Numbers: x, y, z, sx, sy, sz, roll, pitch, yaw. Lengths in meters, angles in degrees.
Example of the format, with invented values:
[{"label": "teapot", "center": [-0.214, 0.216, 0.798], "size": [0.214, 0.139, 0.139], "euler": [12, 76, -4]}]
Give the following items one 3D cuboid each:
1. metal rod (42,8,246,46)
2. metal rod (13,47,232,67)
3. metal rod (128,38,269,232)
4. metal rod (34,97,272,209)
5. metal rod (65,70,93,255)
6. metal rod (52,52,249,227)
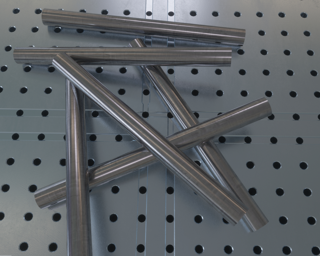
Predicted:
[{"label": "metal rod", "center": [-0.025, -0.152, 0.467], "size": [0.301, 0.025, 0.025], "euler": [7, 70, 2]}, {"label": "metal rod", "center": [-0.056, -0.098, 0.425], "size": [0.301, 0.025, 0.025], "euler": [3, 70, 9]}, {"label": "metal rod", "center": [0.041, -0.003, 0.412], "size": [0.025, 0.025, 0.299], "euler": [-30, 73, -10]}, {"label": "metal rod", "center": [-0.008, 0.030, 0.381], "size": [0.301, 0.025, 0.025], "euler": [-22, 72, -1]}, {"label": "metal rod", "center": [-0.097, 0.044, 0.362], "size": [0.025, 0.025, 0.299], "euler": [-9, 58, -3]}, {"label": "metal rod", "center": [-0.025, 0.001, 0.366], "size": [0.300, 0.025, 0.025], "euler": [40, 75, 19]}]
